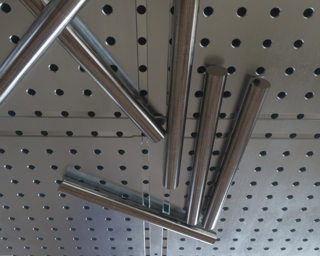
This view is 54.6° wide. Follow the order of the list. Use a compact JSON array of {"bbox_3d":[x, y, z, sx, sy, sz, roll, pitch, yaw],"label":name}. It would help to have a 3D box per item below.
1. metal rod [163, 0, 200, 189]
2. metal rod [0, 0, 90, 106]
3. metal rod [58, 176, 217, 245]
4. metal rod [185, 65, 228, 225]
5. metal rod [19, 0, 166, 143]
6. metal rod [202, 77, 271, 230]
[{"bbox_3d":[0.022,-0.027,0.388,0.025,0.025,0.298,2,130,-1],"label":"metal rod"},{"bbox_3d":[-0.170,-0.054,0.342,0.299,0.025,0.025,-33,123,32],"label":"metal rod"},{"bbox_3d":[-0.027,0.148,0.536,0.301,0.025,0.025,26,125,-21],"label":"metal rod"},{"bbox_3d":[0.061,0.048,0.452,0.025,0.025,0.298,1,130,-1],"label":"metal rod"},{"bbox_3d":[-0.085,-0.084,0.338,0.025,0.025,0.300,-27,125,21],"label":"metal rod"},{"bbox_3d":[0.103,0.059,0.462,0.025,0.025,0.298,5,130,-4],"label":"metal rod"}]
